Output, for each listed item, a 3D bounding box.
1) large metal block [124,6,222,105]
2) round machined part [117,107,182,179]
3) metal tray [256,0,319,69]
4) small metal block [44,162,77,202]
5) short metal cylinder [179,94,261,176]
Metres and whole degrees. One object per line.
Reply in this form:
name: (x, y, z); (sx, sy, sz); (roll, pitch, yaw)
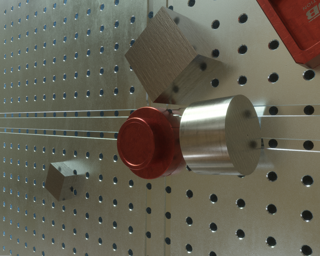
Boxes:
large metal block: (0.013, -0.086, 0.382); (0.080, 0.050, 0.080); (-45, 63, 31)
round machined part: (-0.020, 0.020, 0.415); (0.098, 0.042, 0.097); (0, 90, 40)
metal tray: (0.163, -0.126, 0.271); (0.130, 0.030, 0.090); (-36, 68, 34)
small metal block: (-0.179, 0.095, 0.558); (0.050, 0.025, 0.050); (29, 108, 36)
short metal cylinder: (0.064, 0.009, 0.320); (0.050, 0.081, 0.080); (-7, 86, 40)
